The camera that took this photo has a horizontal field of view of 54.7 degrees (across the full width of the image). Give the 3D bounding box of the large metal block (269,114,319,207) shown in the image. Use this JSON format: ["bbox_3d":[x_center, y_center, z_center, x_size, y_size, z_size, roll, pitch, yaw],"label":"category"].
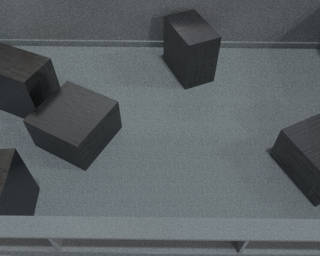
[{"bbox_3d":[0.193,0.032,0.363,0.081,0.050,0.080,-20,53,-16],"label":"large metal block"}]

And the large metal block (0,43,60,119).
[{"bbox_3d":[-0.185,-0.058,0.416,0.080,0.080,0.050,19,53,15],"label":"large metal block"}]

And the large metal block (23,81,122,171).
[{"bbox_3d":[-0.106,-0.005,0.392,0.080,0.050,0.080,23,54,18],"label":"large metal block"}]

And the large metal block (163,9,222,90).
[{"bbox_3d":[0.045,-0.119,0.470,0.050,0.080,0.080,-19,53,-15],"label":"large metal block"}]

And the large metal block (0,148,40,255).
[{"bbox_3d":[-0.163,0.077,0.304,0.050,0.080,0.080,-2,50,-2],"label":"large metal block"}]
